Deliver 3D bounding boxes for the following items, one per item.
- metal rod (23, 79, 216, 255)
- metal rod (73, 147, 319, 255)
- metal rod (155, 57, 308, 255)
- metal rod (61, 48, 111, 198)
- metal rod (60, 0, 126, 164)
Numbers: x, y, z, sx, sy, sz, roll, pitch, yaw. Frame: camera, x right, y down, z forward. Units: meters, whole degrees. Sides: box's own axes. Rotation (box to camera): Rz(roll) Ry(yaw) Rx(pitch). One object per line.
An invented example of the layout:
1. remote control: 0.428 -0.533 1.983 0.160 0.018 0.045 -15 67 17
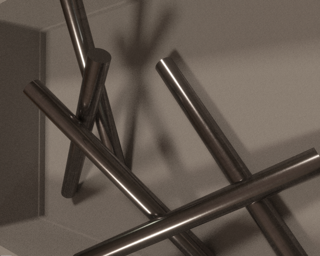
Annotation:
1. metal rod: -0.050 0.054 0.370 0.300 0.025 0.025 44 119 4
2. metal rod: 0.022 0.098 0.330 0.300 0.025 0.025 -30 71 20
3. metal rod: 0.076 0.036 0.342 0.025 0.025 0.299 -45 63 30
4. metal rod: -0.111 0.017 0.430 0.025 0.025 0.298 55 142 25
5. metal rod: -0.085 -0.062 0.394 0.025 0.025 0.298 10 122 39
